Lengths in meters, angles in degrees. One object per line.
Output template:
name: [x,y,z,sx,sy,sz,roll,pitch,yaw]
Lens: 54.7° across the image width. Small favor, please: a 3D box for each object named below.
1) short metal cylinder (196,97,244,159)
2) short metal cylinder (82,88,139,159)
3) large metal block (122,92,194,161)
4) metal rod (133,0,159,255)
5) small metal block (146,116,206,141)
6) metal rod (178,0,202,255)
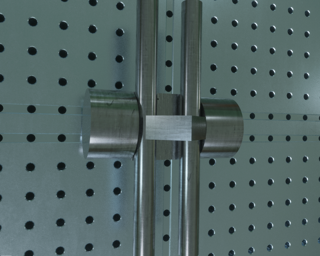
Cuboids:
short metal cylinder: [0.064,0.000,0.403,0.050,0.080,0.079,1,90,-19]
short metal cylinder: [-0.060,-0.004,0.358,0.050,0.080,0.079,2,90,-20]
large metal block: [-0.003,-0.002,0.394,0.081,0.050,0.079,1,90,-20]
metal rod: [-0.016,0.002,0.350,0.025,0.025,0.298,1,90,-20]
small metal block: [0.018,0.000,0.336,0.050,0.050,0.025,1,90,24]
metal rod: [0.036,0.000,0.369,0.025,0.025,0.298,1,90,-20]
